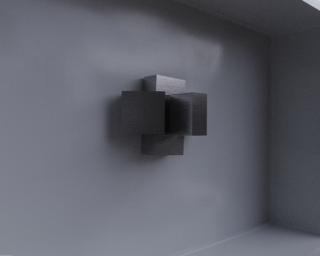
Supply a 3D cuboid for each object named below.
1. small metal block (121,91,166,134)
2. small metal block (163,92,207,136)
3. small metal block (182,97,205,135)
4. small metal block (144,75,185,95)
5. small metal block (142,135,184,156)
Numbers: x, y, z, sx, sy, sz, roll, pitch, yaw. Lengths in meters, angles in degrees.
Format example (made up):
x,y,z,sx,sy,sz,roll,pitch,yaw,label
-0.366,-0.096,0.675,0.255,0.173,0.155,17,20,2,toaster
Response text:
x,y,z,sx,sy,sz,roll,pitch,yaw,label
-0.019,-0.018,0.370,0.050,0.025,0.050,1,90,3,small metal block
0.030,-0.016,0.380,0.025,0.050,0.050,1,90,-41,small metal block
0.047,-0.016,0.428,0.050,0.025,0.050,5,86,-79,small metal block
0.006,-0.040,0.408,0.050,0.025,0.050,3,88,-41,small metal block
0.005,0.010,0.408,0.050,0.025,0.050,3,88,-40,small metal block
